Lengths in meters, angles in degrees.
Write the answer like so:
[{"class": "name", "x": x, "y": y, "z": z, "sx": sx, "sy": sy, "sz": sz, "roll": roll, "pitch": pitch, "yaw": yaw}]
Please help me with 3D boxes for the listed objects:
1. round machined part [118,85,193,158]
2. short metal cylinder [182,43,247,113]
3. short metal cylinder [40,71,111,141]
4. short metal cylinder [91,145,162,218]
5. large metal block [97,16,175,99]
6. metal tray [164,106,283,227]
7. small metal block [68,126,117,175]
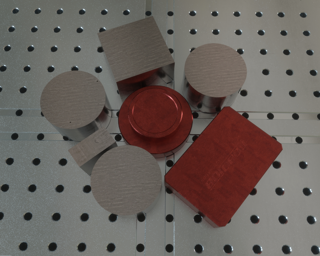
[{"class": "round machined part", "x": -0.006, "y": -0.013, "z": 0.407, "sx": 0.099, "sy": 0.042, "sz": 0.098, "roll": 0, "pitch": 70, "yaw": 0}, {"class": "short metal cylinder", "x": 0.072, "y": -0.067, "z": 0.423, "sx": 0.081, "sy": 0.050, "sz": 0.080, "roll": 0, "pitch": 70, "yaw": 0}, {"class": "short metal cylinder", "x": -0.108, "y": -0.028, "z": 0.407, "sx": 0.081, "sy": 0.050, "sz": 0.080, "roll": 0, "pitch": 70, "yaw": 0}, {"class": "short metal cylinder", "x": -0.038, "y": 0.066, "z": 0.373, "sx": 0.081, "sy": 0.050, "sz": 0.080, "roll": 0, "pitch": 70, "yaw": 0}, {"class": "large metal block", "x": -0.033, "y": -0.098, "z": 0.434, "sx": 0.080, "sy": 0.050, "sz": 0.080, "roll": -20, "pitch": 71, "yaw": -7}, {"class": "metal tray", "x": 0.079, "y": 0.047, "z": 0.391, "sx": 0.090, "sy": 0.030, "sz": 0.130, "roll": 39, "pitch": 74, "yaw": 13}, {"class": "small metal block", "x": -0.080, "y": 0.029, "z": 0.386, "sx": 0.050, "sy": 0.050, "sz": 0.025, "roll": -36, "pitch": 74, "yaw": -12}]
